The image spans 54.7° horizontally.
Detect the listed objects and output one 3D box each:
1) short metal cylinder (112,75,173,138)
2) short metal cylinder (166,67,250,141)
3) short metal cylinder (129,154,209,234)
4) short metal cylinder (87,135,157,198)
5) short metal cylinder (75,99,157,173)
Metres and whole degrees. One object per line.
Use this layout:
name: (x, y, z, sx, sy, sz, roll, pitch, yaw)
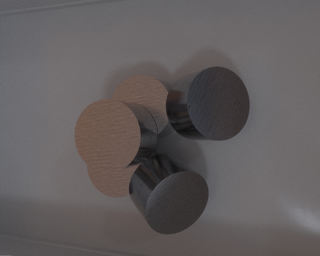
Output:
short metal cylinder: (-0.016, -0.025, 0.400, 0.080, 0.050, 0.079, 0, 90, 19)
short metal cylinder: (0.054, -0.026, 0.354, 0.081, 0.050, 0.079, 1, 89, -25)
short metal cylinder: (0.010, 0.077, 0.368, 0.050, 0.081, 0.080, 35, 105, 58)
short metal cylinder: (-0.048, 0.047, 0.412, 0.080, 0.050, 0.079, 0, 90, 19)
short metal cylinder: (-0.049, 0.008, 0.357, 0.080, 0.050, 0.079, 0, 90, 19)
